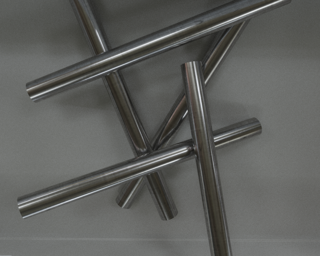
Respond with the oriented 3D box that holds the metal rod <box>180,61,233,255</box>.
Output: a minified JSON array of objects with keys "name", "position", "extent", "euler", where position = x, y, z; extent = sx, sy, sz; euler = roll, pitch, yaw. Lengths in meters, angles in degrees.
[{"name":"metal rod","position":[0.060,0.072,0.364],"extent":[0.025,0.025,0.298],"euler":[-9,90,3]}]

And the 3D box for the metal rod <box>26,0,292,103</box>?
[{"name":"metal rod","position":[-0.004,-0.093,0.343],"extent":[0.301,0.025,0.025],"euler":[-21,109,3]}]

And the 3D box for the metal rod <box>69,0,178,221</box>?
[{"name":"metal rod","position":[-0.041,-0.019,0.385],"extent":[0.025,0.025,0.299],"euler":[-20,102,7]}]

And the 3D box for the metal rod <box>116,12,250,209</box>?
[{"name":"metal rod","position":[0.021,-0.013,0.406],"extent":[0.025,0.025,0.298],"euler":[28,108,-10]}]

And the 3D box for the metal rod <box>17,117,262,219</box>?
[{"name":"metal rod","position":[-0.011,0.042,0.374],"extent":[0.302,0.025,0.025],"euler":[-18,111,-15]}]
